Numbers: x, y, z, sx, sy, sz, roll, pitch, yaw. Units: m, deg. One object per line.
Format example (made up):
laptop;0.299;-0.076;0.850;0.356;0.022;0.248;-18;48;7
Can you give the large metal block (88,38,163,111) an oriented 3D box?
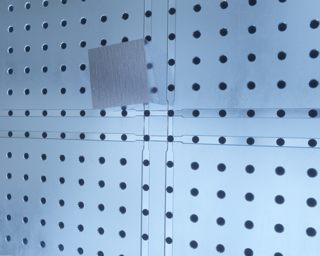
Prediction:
large metal block;-0.045;-0.067;0.416;0.080;0.050;0.080;-6;88;20
